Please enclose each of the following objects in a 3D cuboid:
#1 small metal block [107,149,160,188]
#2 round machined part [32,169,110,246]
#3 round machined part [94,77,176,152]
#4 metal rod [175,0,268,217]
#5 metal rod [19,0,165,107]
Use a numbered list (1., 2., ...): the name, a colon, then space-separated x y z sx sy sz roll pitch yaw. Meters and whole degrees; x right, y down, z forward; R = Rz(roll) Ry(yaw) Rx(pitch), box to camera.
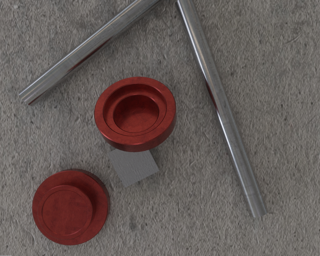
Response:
1. small metal block: -0.034 0.044 0.410 0.050 0.025 0.050 -27 90 0
2. round machined part: -0.117 0.104 0.401 0.099 0.042 0.097 0 90 0
3. round machined part: -0.028 -0.013 0.387 0.099 0.042 0.098 -2 60 4
4. metal rod: 0.081 -0.027 0.410 0.025 0.025 0.299 -20 90 0
5. metal rod: -0.060 -0.132 0.409 0.300 0.025 0.025 -39 90 0
